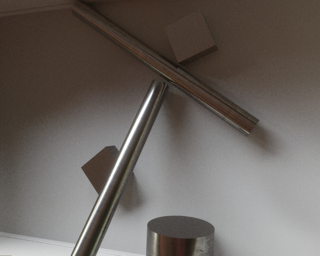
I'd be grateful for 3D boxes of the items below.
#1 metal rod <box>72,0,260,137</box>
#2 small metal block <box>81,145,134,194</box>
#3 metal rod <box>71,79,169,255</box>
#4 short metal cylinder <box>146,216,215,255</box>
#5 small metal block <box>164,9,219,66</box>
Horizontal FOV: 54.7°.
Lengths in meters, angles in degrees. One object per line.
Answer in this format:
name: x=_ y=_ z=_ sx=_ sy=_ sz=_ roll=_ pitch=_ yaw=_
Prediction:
metal rod: x=-0.004 y=-0.087 z=0.410 sx=0.300 sy=0.025 sz=0.025 roll=37 pitch=102 yaw=15
small metal block: x=-0.074 y=0.060 z=0.435 sx=0.050 sy=0.025 sz=0.050 roll=-39 pitch=78 yaw=15
metal rod: x=-0.055 y=0.072 z=0.360 sx=0.025 sy=0.025 sz=0.300 roll=16 pitch=68 yaw=19
short metal cylinder: x=0.024 y=0.142 z=0.372 sx=0.080 sy=0.080 sz=0.050 roll=3 pitch=91 yaw=19
small metal block: x=0.040 y=-0.114 z=0.396 sx=0.050 sy=0.025 sz=0.050 roll=-23 pitch=83 yaw=18
